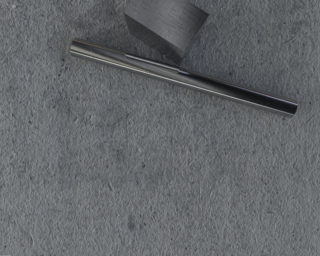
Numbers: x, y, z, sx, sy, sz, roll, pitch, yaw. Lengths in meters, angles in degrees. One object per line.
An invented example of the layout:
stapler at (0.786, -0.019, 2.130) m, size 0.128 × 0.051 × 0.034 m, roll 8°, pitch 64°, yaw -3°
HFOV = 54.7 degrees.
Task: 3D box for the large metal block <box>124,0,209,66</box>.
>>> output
large metal block at (0.007, -0.127, 0.383) m, size 0.080 × 0.080 × 0.050 m, roll 33°, pitch 90°, yaw -1°

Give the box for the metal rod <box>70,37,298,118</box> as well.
metal rod at (0.032, -0.066, 0.410) m, size 0.302 × 0.025 × 0.025 m, roll 16°, pitch 90°, yaw -1°
